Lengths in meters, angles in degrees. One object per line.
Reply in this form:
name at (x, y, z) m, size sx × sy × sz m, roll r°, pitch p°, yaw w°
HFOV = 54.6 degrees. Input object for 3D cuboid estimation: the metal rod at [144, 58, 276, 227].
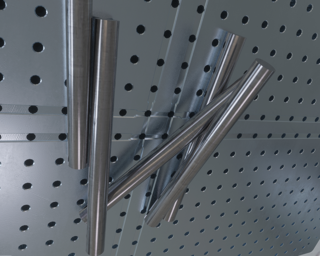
metal rod at (0.050, 0.040, 0.415) m, size 0.025 × 0.025 × 0.298 m, roll 7°, pitch 129°, yaw -32°

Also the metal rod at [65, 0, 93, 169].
metal rod at (-0.082, -0.086, 0.312) m, size 0.025 × 0.025 × 0.298 m, roll -6°, pitch 121°, yaw -25°

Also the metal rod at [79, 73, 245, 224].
metal rod at (0.011, 0.028, 0.413) m, size 0.300 × 0.025 × 0.025 m, roll -40°, pitch 130°, yaw 7°

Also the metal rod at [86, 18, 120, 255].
metal rod at (-0.071, 0.028, 0.368) m, size 0.025 × 0.025 × 0.298 m, roll -4°, pitch 114°, yaw -26°

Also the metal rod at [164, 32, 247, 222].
metal rod at (0.055, 0.014, 0.448) m, size 0.025 × 0.025 × 0.298 m, roll 4°, pitch 117°, yaw -30°
